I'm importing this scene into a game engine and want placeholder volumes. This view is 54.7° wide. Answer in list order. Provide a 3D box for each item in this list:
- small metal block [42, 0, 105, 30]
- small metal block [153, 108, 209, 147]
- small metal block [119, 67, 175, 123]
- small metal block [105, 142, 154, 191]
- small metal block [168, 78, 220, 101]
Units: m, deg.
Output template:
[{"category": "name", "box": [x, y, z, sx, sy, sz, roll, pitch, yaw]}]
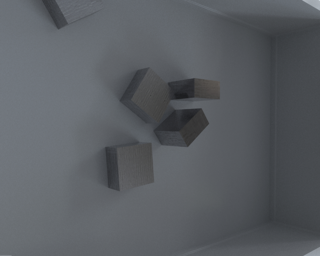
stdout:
[{"category": "small metal block", "box": [-0.095, -0.140, 0.327, 0.050, 0.025, 0.050, -40, 115, -33]}, {"category": "small metal block", "box": [0.028, -0.001, 0.414, 0.050, 0.050, 0.025, -44, 117, -31]}, {"category": "small metal block", "box": [-0.015, -0.040, 0.394, 0.050, 0.025, 0.050, 40, 66, -33]}, {"category": "small metal block", "box": [-0.036, 0.045, 0.376, 0.050, 0.025, 0.050, -7, 94, -40]}, {"category": "small metal block", "box": [0.047, -0.052, 0.430, 0.050, 0.050, 0.025, -1, 91, -40]}]
